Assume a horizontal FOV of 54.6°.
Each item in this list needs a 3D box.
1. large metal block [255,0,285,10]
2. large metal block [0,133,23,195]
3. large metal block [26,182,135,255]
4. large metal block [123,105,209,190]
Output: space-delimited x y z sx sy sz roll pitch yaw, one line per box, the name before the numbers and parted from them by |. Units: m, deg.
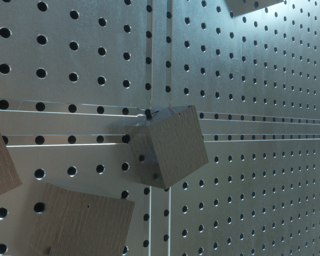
large metal block | 0.202 -0.276 0.560 0.080 0.050 0.080 -49 119 -28
large metal block | -0.172 0.025 0.248 0.081 0.050 0.080 -27 107 -37
large metal block | -0.082 0.107 0.324 0.080 0.050 0.080 21 77 -38
large metal block | 0.010 0.022 0.400 0.081 0.050 0.080 -25 106 -37
